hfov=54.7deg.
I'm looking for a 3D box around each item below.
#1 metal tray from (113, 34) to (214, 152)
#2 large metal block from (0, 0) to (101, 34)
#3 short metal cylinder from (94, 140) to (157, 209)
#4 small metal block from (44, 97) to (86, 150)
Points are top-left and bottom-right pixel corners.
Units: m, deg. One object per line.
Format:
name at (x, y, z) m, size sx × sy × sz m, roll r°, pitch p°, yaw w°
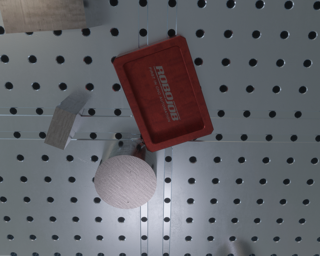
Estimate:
metal tray at (0.006, -0.042, 0.395) m, size 0.090 × 0.030 × 0.129 m, roll -18°, pitch 109°, yaw 6°
large metal block at (-0.114, -0.133, 0.334) m, size 0.080 × 0.080 × 0.050 m, roll -3°, pitch 110°, yaw 1°
short metal cylinder at (-0.044, 0.062, 0.423) m, size 0.081 × 0.050 × 0.079 m, roll 0°, pitch 110°, yaw 0°
small metal block at (-0.120, -0.007, 0.396) m, size 0.025 × 0.050 × 0.050 m, roll 22°, pitch 109°, yaw -8°
